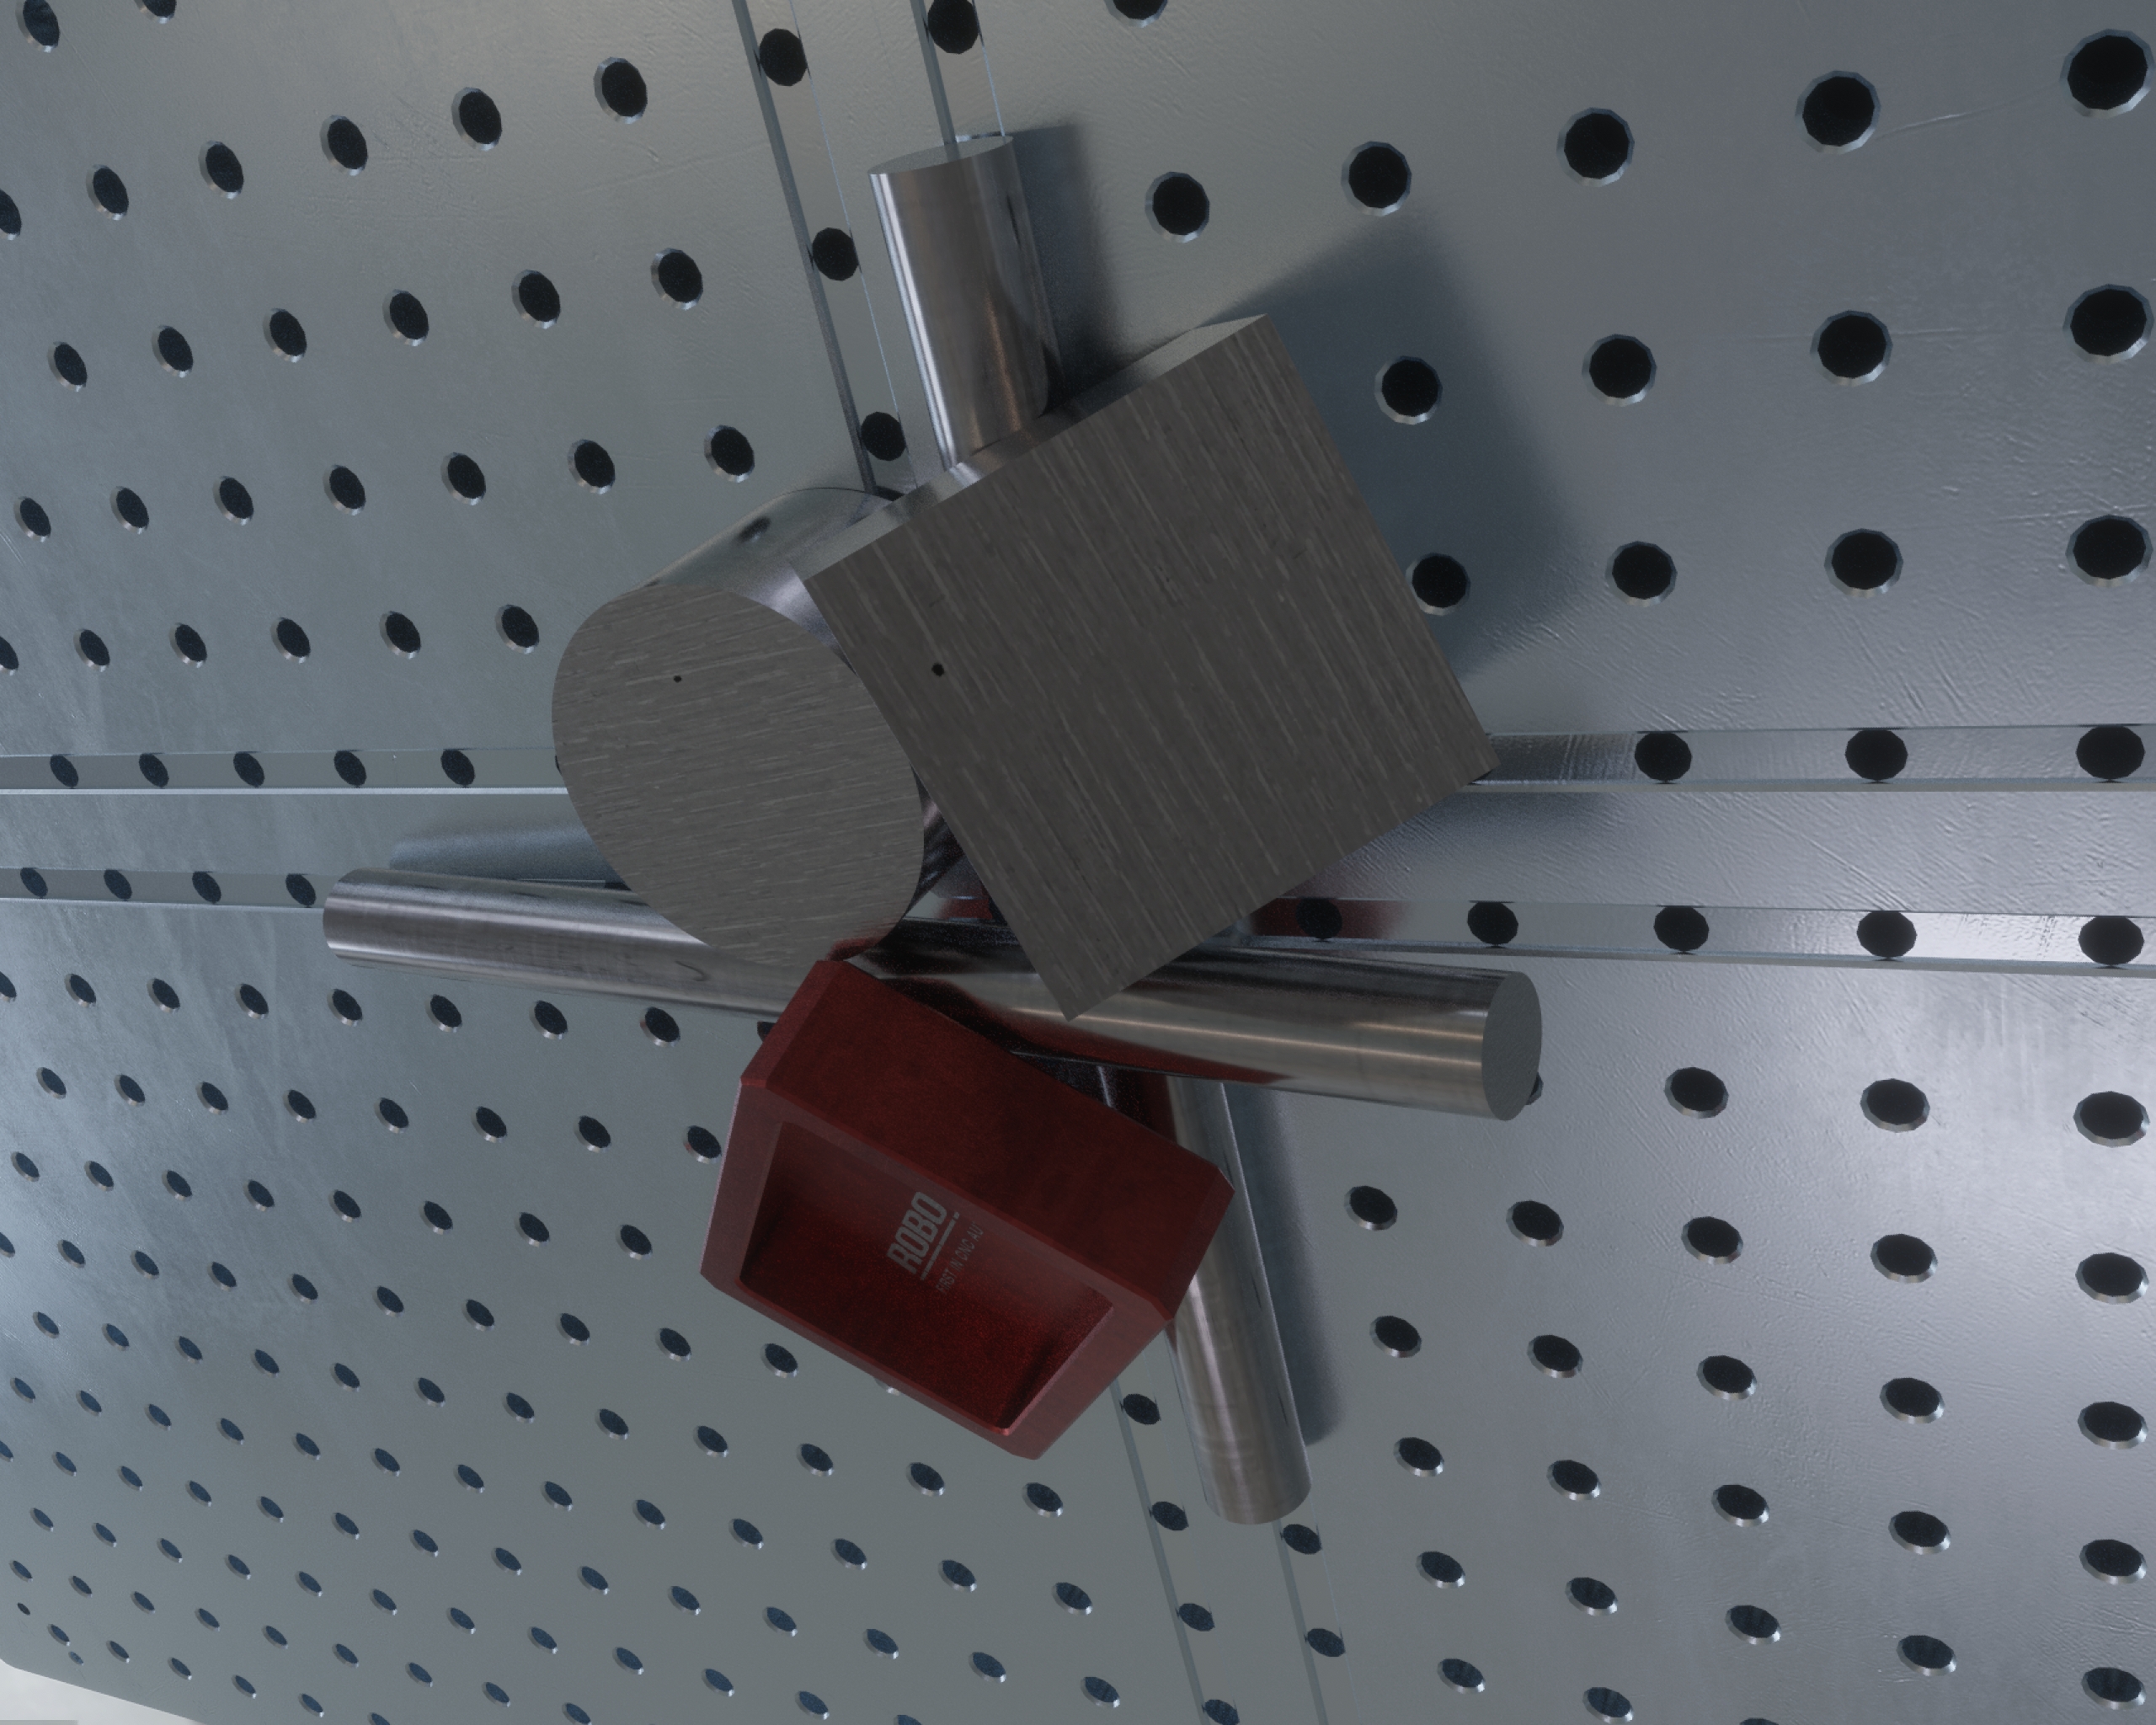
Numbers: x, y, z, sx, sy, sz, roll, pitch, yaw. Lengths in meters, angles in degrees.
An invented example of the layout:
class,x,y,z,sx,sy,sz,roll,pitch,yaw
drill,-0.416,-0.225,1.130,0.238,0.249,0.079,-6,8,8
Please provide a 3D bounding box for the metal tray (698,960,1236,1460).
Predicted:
class,x,y,z,sx,sy,sz,roll,pitch,yaw
metal tray,-0.029,0.078,0.438,0.090,0.030,0.129,29,149,2

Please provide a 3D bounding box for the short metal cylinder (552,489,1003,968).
class,x,y,z,sx,sy,sz,roll,pitch,yaw
short metal cylinder,-0.054,-0.026,0.407,0.080,0.050,0.079,13,124,21

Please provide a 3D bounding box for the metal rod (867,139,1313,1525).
class,x,y,z,sx,sy,sz,roll,pitch,yaw
metal rod,0.009,0.012,0.414,0.025,0.025,0.298,1,119,28

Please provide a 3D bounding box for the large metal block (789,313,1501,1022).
class,x,y,z,sx,sy,sz,roll,pitch,yaw
large metal block,0.009,-0.033,0.344,0.080,0.050,0.080,-31,105,-3

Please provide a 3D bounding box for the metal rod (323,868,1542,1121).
class,x,y,z,sx,sy,sz,roll,pitch,yaw
metal rod,-0.052,0.022,0.431,0.300,0.025,0.025,4,121,34
